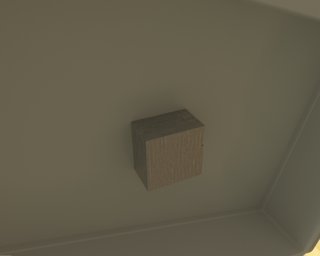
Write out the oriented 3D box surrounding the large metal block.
[{"bbox_3d":[0.010,0.028,0.415,0.081,0.050,0.080,-14,124,-21],"label":"large metal block"}]
